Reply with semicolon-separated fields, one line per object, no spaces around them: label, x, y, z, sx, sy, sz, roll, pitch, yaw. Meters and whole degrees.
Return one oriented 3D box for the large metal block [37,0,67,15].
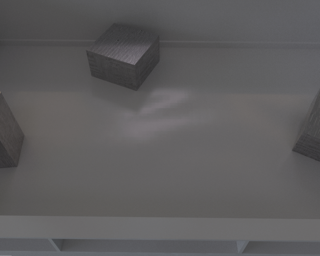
large metal block;-0.222;-0.282;0.608;0.050;0.080;0.080;-14;52;-11

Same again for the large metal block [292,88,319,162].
large metal block;0.221;0.001;0.379;0.080;0.050;0.080;24;67;19

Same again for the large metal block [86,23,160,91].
large metal block;-0.054;-0.112;0.483;0.080;0.050;0.080;20;53;16

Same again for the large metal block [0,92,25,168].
large metal block;-0.218;0.007;0.362;0.081;0.080;0.050;-5;50;-4
